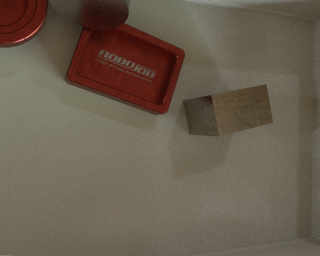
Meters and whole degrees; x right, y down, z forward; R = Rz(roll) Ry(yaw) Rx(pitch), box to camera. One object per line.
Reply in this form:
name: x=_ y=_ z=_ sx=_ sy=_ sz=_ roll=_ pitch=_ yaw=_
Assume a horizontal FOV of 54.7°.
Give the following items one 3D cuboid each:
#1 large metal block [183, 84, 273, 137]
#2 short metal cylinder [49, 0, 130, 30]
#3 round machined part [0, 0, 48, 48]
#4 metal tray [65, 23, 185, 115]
large metal block: x=0.088 y=-0.023 z=0.415 sx=0.081 sy=0.080 sz=0.050 roll=-13 pitch=95 yaw=-20
short metal cylinder: x=-0.070 y=-0.148 z=0.324 sx=0.081 sy=0.080 sz=0.050 roll=11 pitch=73 yaw=-20
round machined part: x=-0.174 y=-0.136 z=0.335 sx=0.099 sy=0.042 sz=0.097 roll=-1 pitch=93 yaw=-21
metal tray: x=-0.042 y=-0.078 z=0.393 sx=0.131 sy=0.030 sz=0.090 roll=19 pitch=84 yaw=-20
